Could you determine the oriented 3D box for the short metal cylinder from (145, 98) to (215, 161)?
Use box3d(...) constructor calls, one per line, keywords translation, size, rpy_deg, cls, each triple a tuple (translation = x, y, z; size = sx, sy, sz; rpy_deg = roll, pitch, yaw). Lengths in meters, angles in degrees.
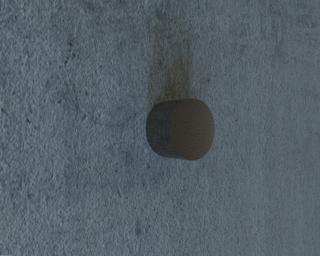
box3d(translation=(0.028, 0.002, 0.415), size=(0.081, 0.050, 0.079), rpy_deg=(0, 90, -40), cls="short metal cylinder")
